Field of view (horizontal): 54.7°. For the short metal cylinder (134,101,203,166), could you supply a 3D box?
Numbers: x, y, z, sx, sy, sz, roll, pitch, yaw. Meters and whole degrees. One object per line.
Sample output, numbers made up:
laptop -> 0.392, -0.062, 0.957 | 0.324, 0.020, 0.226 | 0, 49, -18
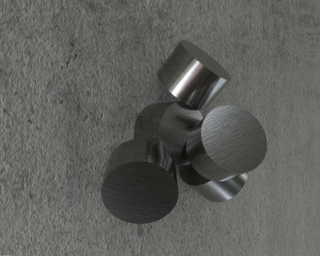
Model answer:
short metal cylinder -> 0.013, 0.006, 0.401 | 0.081, 0.050, 0.080 | 0, 89, -40

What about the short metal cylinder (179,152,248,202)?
short metal cylinder -> 0.074, 0.056, 0.432 | 0.050, 0.080, 0.080 | 42, 64, -32

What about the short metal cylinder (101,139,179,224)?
short metal cylinder -> -0.021, 0.059, 0.345 | 0.081, 0.050, 0.079 | -1, 115, -1

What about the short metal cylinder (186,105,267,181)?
short metal cylinder -> 0.077, 0.019, 0.368 | 0.081, 0.050, 0.080 | 5, 69, -14

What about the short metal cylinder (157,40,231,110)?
short metal cylinder -> 0.044, -0.068, 0.399 | 0.080, 0.080, 0.050 | 17, 122, -39
